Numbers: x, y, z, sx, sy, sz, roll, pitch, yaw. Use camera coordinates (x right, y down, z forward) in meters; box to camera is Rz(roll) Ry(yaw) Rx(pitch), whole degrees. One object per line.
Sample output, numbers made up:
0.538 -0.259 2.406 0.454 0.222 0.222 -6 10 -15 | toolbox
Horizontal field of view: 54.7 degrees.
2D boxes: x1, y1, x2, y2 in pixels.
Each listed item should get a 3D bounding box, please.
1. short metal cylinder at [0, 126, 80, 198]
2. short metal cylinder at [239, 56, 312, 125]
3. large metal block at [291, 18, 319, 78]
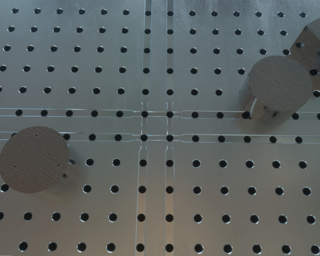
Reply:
-0.145 0.043 0.381 0.081 0.050 0.080 0 70 0 | short metal cylinder
0.153 -0.050 0.418 0.081 0.050 0.080 0 70 0 | short metal cylinder
0.256 -0.120 0.444 0.080 0.050 0.080 -30 73 -11 | large metal block
